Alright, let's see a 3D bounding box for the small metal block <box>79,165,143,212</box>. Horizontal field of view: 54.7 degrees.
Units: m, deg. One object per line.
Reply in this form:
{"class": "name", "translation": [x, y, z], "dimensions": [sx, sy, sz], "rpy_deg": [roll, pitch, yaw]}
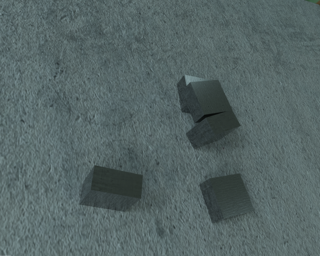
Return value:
{"class": "small metal block", "translation": [-0.051, 0.064, 0.321], "dimensions": [0.050, 0.050, 0.025], "rpy_deg": [15, 56, -20]}

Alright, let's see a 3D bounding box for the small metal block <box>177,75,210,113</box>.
{"class": "small metal block", "translation": [0.056, -0.048, 0.463], "dimensions": [0.050, 0.025, 0.050], "rpy_deg": [6, 59, -25]}

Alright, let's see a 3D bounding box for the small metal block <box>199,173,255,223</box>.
{"class": "small metal block", "translation": [0.085, 0.089, 0.395], "dimensions": [0.050, 0.025, 0.050], "rpy_deg": [-3, 63, -30]}

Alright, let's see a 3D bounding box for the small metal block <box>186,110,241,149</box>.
{"class": "small metal block", "translation": [0.072, 0.002, 0.424], "dimensions": [0.050, 0.050, 0.025], "rpy_deg": [-16, 74, -35]}

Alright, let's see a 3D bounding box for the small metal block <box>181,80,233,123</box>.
{"class": "small metal block", "translation": [0.065, -0.038, 0.430], "dimensions": [0.050, 0.025, 0.050], "rpy_deg": [-10, 69, -31]}
